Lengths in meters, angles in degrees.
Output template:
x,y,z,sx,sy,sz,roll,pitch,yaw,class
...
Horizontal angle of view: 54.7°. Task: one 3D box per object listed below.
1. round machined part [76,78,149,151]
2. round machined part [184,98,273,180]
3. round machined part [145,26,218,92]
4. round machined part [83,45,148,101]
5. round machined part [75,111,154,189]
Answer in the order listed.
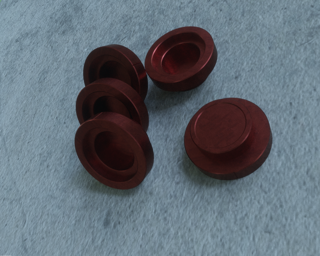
x,y,z,sx,sy,sz,roll,pitch,yaw,class
-0.058,-0.021,0.411,0.098,0.097,0.042,-1,27,27,round machined part
0.073,0.006,0.350,0.098,0.042,0.098,-13,56,20,round machined part
0.032,-0.090,0.430,0.098,0.042,0.098,-12,56,19,round machined part
-0.058,-0.070,0.442,0.098,0.097,0.042,6,25,30,round machined part
-0.051,0.024,0.380,0.098,0.097,0.042,-1,27,27,round machined part
